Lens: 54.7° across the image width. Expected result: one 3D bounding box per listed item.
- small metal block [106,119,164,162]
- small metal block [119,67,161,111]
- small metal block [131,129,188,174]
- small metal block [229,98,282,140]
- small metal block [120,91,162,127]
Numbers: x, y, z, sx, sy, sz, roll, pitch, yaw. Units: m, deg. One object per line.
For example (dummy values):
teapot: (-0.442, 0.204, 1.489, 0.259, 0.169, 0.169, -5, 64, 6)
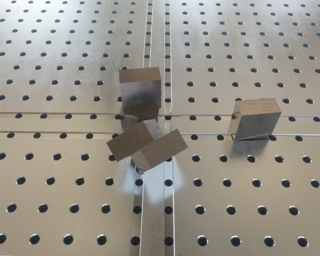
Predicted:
small metal block: (-0.027, 0.014, 0.365, 0.050, 0.050, 0.025, -31, 86, 14)
small metal block: (-0.025, -0.050, 0.401, 0.050, 0.050, 0.025, -5, 51, -5)
small metal block: (-0.002, 0.028, 0.364, 0.050, 0.050, 0.025, -28, 86, -22)
small metal block: (0.122, -0.011, 0.402, 0.050, 0.050, 0.025, -5, 51, -5)
small metal block: (-0.025, -0.027, 0.430, 0.050, 0.025, 0.050, 6, 50, 4)
